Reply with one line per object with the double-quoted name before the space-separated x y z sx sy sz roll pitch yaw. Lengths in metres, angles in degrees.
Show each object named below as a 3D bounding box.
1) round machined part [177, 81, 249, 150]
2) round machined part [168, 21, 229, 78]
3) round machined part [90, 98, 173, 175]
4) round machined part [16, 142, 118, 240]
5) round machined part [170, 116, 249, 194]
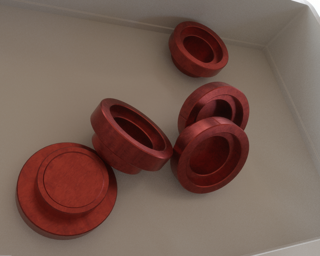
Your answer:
"round machined part" 0.067 -0.016 0.417 0.099 0.097 0.042 2 24 -28
"round machined part" 0.057 -0.121 0.499 0.099 0.042 0.098 14 56 -21
"round machined part" -0.036 0.014 0.348 0.098 0.042 0.098 36 18 -13
"round machined part" -0.090 0.058 0.311 0.099 0.042 0.098 14 56 -21
"round machined part" 0.057 0.029 0.384 0.099 0.097 0.042 3 26 -27
